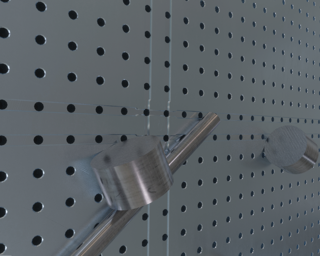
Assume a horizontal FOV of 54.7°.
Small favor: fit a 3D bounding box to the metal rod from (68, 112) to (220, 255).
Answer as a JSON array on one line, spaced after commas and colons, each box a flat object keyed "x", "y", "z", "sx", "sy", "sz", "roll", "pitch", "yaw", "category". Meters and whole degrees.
[{"x": -0.012, "y": 0.073, "z": 0.399, "sx": 0.301, "sy": 0.025, "sz": 0.025, "roll": -43, "pitch": 116, "yaw": -32, "category": "metal rod"}]

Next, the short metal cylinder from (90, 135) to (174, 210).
[{"x": -0.030, "y": 0.048, "z": 0.348, "sx": 0.081, "sy": 0.080, "sz": 0.050, "roll": -30, "pitch": 109, "yaw": -36, "category": "short metal cylinder"}]

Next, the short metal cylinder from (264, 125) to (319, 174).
[{"x": 0.246, "y": 0.041, "z": 0.580, "sx": 0.050, "sy": 0.080, "sz": 0.080, "roll": 28, "pitch": 73, "yaw": -37, "category": "short metal cylinder"}]
